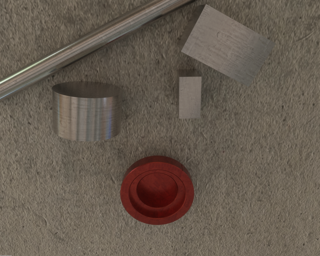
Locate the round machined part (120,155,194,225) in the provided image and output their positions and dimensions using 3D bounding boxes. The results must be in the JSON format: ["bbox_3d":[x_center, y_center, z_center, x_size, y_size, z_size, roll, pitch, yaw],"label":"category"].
[{"bbox_3d":[-0.004,0.082,0.431,0.099,0.042,0.097,0,110,-1],"label":"round machined part"}]

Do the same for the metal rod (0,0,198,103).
[{"bbox_3d":[-0.086,-0.100,0.371,0.301,0.025,0.025,-25,109,8],"label":"metal rod"}]

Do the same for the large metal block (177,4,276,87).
[{"bbox_3d":[0.068,-0.094,0.347,0.080,0.080,0.050,26,108,-10],"label":"large metal block"}]

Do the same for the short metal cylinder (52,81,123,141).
[{"bbox_3d":[-0.086,-0.023,0.371,0.081,0.080,0.050,5,110,-2],"label":"short metal cylinder"}]

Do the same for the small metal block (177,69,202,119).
[{"bbox_3d":[0.035,-0.043,0.381,0.025,0.050,0.050,-1,110,0],"label":"small metal block"}]
